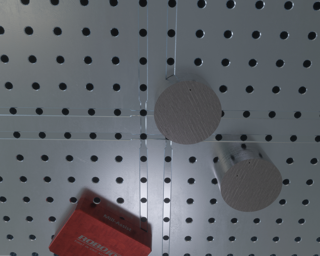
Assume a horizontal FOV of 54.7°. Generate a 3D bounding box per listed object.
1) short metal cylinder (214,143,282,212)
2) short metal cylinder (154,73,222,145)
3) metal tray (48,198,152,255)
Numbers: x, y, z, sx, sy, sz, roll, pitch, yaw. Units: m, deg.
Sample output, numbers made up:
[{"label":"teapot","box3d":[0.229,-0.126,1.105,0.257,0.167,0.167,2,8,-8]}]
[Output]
[{"label":"short metal cylinder","box3d":[0.119,0.067,0.426,0.081,0.050,0.079,0,110,0]},{"label":"short metal cylinder","box3d":[0.033,-0.025,0.391,0.081,0.050,0.079,0,110,0]},{"label":"metal tray","box3d":[-0.089,0.176,0.475,0.130,0.030,0.090,33,107,-12]}]
